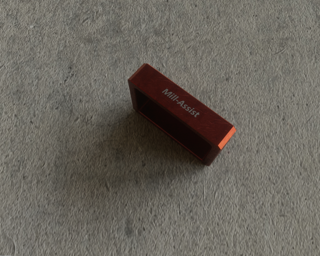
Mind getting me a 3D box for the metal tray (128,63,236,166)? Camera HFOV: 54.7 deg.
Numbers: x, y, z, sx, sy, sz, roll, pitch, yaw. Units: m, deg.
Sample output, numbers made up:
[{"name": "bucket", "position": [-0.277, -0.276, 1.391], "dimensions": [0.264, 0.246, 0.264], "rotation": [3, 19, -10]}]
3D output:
[{"name": "metal tray", "position": [0.023, -0.013, 0.380], "dimensions": [0.130, 0.090, 0.030], "rotation": [38, 74, 12]}]
